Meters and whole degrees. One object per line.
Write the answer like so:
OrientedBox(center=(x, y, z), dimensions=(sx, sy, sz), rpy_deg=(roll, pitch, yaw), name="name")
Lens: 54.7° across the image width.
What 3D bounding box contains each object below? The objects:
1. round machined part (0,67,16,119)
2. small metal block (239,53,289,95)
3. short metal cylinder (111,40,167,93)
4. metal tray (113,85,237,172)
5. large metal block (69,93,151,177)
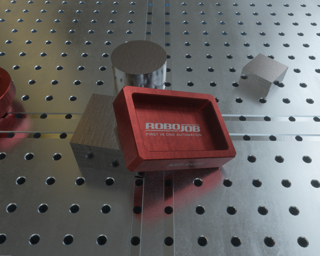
OrientedBox(center=(-0.250, -0.041, 0.428), dimensions=(0.099, 0.042, 0.098), rpy_deg=(0, 50, 0), name="round machined part")
OrientedBox(center=(0.161, -0.085, 0.481), dimensions=(0.050, 0.025, 0.050), rpy_deg=(35, 58, 25), name="small metal block")
OrientedBox(center=(-0.030, -0.087, 0.464), dimensions=(0.081, 0.050, 0.080), rpy_deg=(0, 50, 0), name="short metal cylinder")
OrientedBox(center=(0.018, 0.001, 0.358), dimensions=(0.131, 0.030, 0.090), rpy_deg=(2, 59, -32), name="metal tray")
OrientedBox(center=(-0.054, 0.007, 0.385), dimensions=(0.080, 0.050, 0.080), rpy_deg=(8, 50, 6), name="large metal block")
